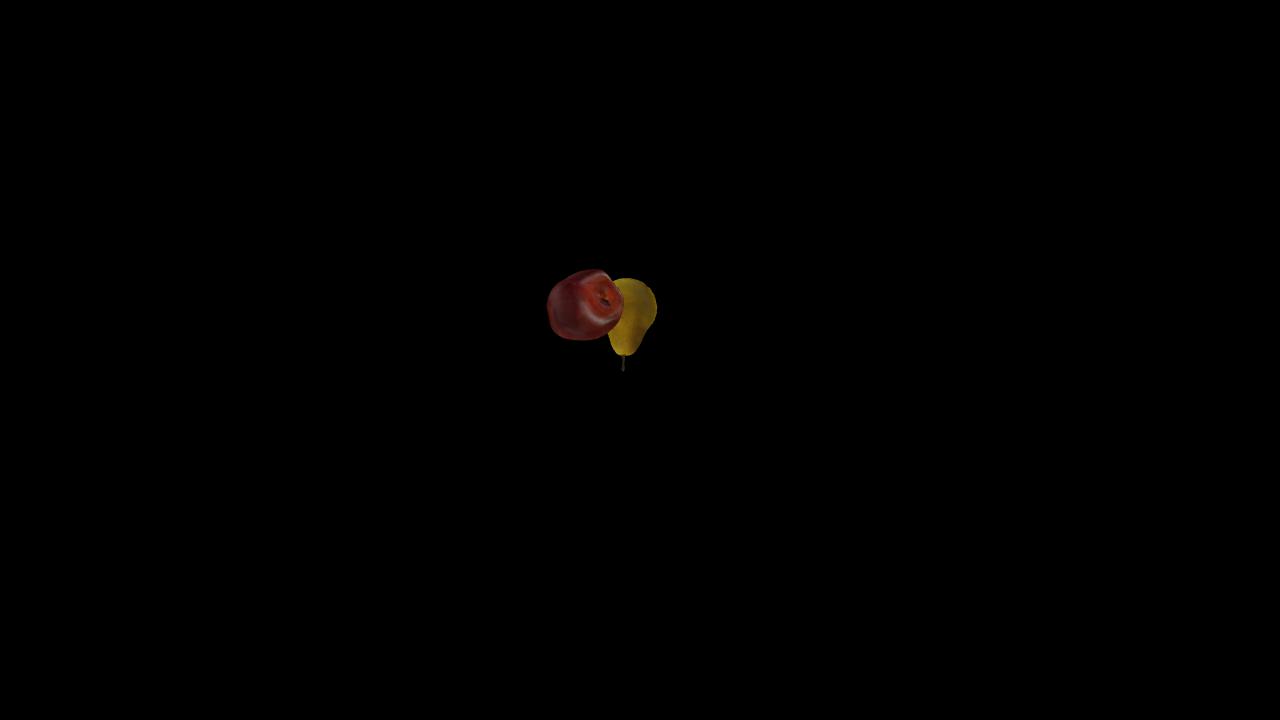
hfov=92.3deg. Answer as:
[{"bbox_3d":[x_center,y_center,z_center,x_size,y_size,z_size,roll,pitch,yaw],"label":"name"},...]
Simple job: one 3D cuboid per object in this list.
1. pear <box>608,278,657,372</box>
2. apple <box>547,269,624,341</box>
[{"bbox_3d":[-0.018,-0.045,0.766,0.080,0.111,0.080,-2,-23,-1],"label":"pear"},{"bbox_3d":[-0.061,-0.056,0.662,0.079,0.079,0.093,0,-7,-40],"label":"apple"}]
